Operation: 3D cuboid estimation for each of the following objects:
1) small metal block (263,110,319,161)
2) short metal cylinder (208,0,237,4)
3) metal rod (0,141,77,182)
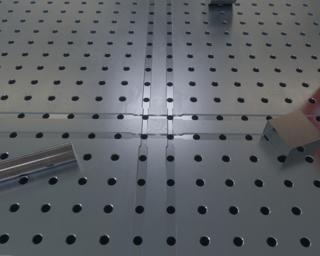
[{"bbox_3d":[0.172,0.009,0.401,0.050,0.025,0.050,-16,52,-13],"label":"small metal block"},{"bbox_3d":[0.125,-0.289,0.616,0.050,0.080,0.080,-1,50,-1],"label":"short metal cylinder"},{"bbox_3d":[-0.248,0.068,0.348,0.302,0.025,0.025,-16,52,-13],"label":"metal rod"}]
